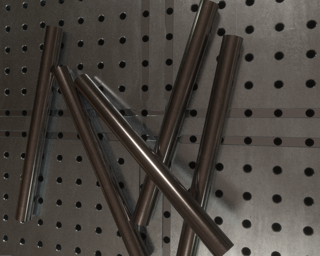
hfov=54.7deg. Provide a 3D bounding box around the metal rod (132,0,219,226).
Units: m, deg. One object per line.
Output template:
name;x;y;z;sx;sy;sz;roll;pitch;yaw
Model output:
metal rod;0.018;-0.015;0.405;0.025;0.025;0.298;19;96;18

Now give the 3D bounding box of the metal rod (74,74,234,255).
metal rod;-0.022;0.033;0.394;0.025;0.025;0.300;-48;67;13

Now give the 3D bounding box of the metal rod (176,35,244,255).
metal rod;0.060;0.035;0.390;0.025;0.025;0.298;13;94;19

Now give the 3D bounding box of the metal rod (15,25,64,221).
metal rod;-0.186;-0.005;0.476;0.025;0.025;0.298;12;94;19

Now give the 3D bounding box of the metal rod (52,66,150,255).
metal rod;-0.086;0.048;0.441;0.025;0.025;0.299;-27;81;17
